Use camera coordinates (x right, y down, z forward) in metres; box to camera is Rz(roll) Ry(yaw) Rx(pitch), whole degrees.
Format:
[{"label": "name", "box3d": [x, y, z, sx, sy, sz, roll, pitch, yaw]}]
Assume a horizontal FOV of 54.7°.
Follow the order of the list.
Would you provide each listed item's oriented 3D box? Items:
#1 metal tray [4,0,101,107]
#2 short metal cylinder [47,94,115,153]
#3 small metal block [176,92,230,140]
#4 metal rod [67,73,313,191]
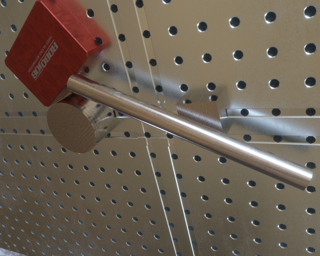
[{"label": "metal tray", "box3d": [-0.150, -0.099, 0.424, 0.090, 0.030, 0.129, 48, 128, -6]}, {"label": "short metal cylinder", "box3d": [-0.113, -0.011, 0.446, 0.080, 0.050, 0.079, 13, 124, 20]}, {"label": "small metal block", "box3d": [0.052, -0.013, 0.375, 0.050, 0.025, 0.050, -3, 117, 29]}, {"label": "metal rod", "box3d": [0.022, -0.002, 0.364, 0.301, 0.025, 0.025, 23, 127, 14]}]
